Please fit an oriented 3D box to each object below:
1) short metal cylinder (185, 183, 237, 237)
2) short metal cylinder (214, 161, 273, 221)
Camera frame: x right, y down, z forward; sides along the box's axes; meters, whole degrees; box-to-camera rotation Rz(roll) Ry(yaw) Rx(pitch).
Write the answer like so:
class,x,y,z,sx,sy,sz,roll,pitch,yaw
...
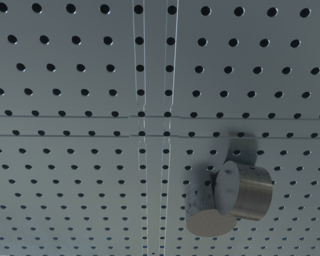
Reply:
class,x,y,z,sx,sy,sz,roll,pitch,yaw
short metal cylinder,0.082,0.137,0.513,0.081,0.050,0.079,0,130,0
short metal cylinder,0.120,0.092,0.456,0.050,0.080,0.079,13,129,-11
